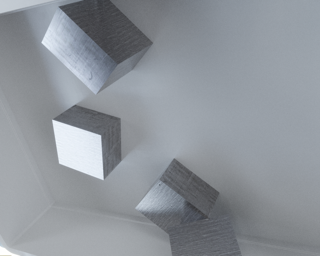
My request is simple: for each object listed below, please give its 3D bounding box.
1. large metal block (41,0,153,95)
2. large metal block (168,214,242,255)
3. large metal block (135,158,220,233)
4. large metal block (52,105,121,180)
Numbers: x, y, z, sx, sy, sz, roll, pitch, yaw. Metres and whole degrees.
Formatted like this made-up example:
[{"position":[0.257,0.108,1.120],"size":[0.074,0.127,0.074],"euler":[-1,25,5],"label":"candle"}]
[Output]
[{"position":[-0.067,-0.096,0.349],"size":[0.080,0.080,0.050],"euler":[44,129,-3],"label":"large metal block"},{"position":[0.059,0.164,0.389],"size":[0.080,0.080,0.050],"euler":[-13,134,2],"label":"large metal block"},{"position":[0.024,0.104,0.444],"size":[0.080,0.050,0.080],"euler":[37,129,3],"label":"large metal block"},{"position":[-0.106,0.020,0.461],"size":[0.080,0.050,0.079],"euler":[16,125,19],"label":"large metal block"}]
